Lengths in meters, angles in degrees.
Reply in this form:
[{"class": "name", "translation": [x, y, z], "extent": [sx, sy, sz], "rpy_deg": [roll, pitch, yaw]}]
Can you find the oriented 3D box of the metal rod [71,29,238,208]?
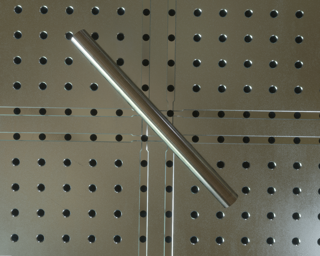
[{"class": "metal rod", "translation": [-0.007, -0.012, 0.414], "extent": [0.025, 0.025, 0.300], "rpy_deg": [-43, 90, 0]}]
